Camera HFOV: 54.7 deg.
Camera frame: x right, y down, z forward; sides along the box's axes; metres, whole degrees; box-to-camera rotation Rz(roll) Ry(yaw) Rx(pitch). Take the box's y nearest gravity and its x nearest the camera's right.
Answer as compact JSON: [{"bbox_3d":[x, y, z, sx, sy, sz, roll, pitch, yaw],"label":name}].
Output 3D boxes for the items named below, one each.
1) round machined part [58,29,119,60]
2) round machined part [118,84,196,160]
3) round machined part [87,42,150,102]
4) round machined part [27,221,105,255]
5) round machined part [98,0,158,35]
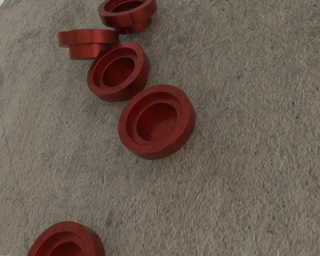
[{"bbox_3d":[-0.116,-0.136,0.515,0.098,0.099,0.042,4,102,30],"label":"round machined part"},{"bbox_3d":[-0.001,-0.004,0.396,0.098,0.042,0.098,-13,56,21],"label":"round machined part"},{"bbox_3d":[-0.058,-0.080,0.473,0.098,0.042,0.098,-13,56,21],"label":"round machined part"},{"bbox_3d":[-0.103,0.159,0.349,0.098,0.042,0.098,-13,56,21],"label":"round machined part"},{"bbox_3d":[-0.052,-0.195,0.528,0.098,0.042,0.098,-9,43,9],"label":"round machined part"}]
